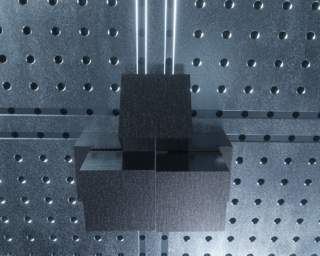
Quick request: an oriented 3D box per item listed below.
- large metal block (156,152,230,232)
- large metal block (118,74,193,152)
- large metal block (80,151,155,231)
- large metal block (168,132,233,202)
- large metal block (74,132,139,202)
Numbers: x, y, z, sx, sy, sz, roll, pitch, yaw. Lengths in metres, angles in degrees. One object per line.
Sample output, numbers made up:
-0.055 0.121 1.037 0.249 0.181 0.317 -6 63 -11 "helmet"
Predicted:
0.036 0.076 0.373 0.081 0.050 0.079 0 110 -1 "large metal block"
-0.005 -0.017 0.372 0.081 0.050 0.080 0 68 -1 "large metal block"
-0.046 0.074 0.370 0.081 0.050 0.079 0 110 -1 "large metal block"
0.050 0.052 0.419 0.081 0.050 0.079 -1 110 0 "large metal block"
-0.067 0.052 0.419 0.081 0.050 0.079 1 110 -1 "large metal block"
